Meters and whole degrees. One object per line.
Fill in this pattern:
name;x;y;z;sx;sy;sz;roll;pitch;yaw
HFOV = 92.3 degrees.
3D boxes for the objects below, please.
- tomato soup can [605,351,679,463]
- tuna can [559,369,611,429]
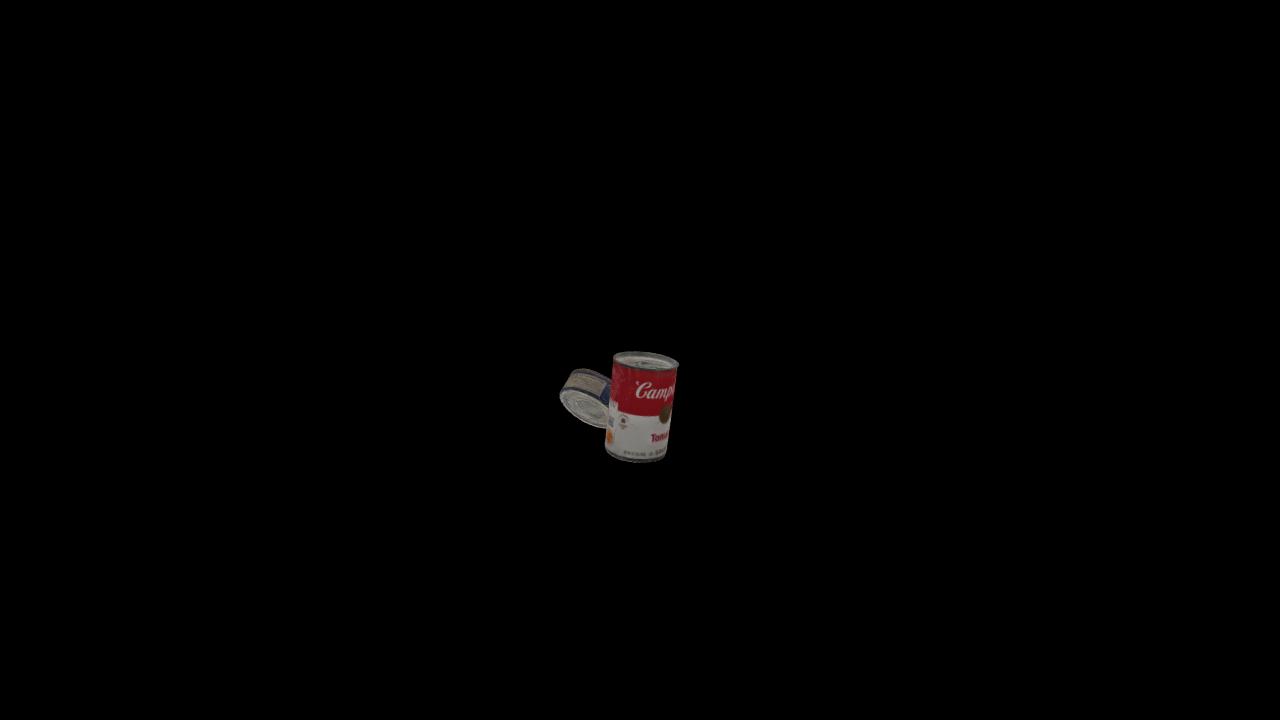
tomato soup can;0.000;0.048;0.635;0.068;0.101;0.068;7;14;-2
tuna can;-0.057;0.050;0.766;0.084;0.034;0.084;21;-31;13
